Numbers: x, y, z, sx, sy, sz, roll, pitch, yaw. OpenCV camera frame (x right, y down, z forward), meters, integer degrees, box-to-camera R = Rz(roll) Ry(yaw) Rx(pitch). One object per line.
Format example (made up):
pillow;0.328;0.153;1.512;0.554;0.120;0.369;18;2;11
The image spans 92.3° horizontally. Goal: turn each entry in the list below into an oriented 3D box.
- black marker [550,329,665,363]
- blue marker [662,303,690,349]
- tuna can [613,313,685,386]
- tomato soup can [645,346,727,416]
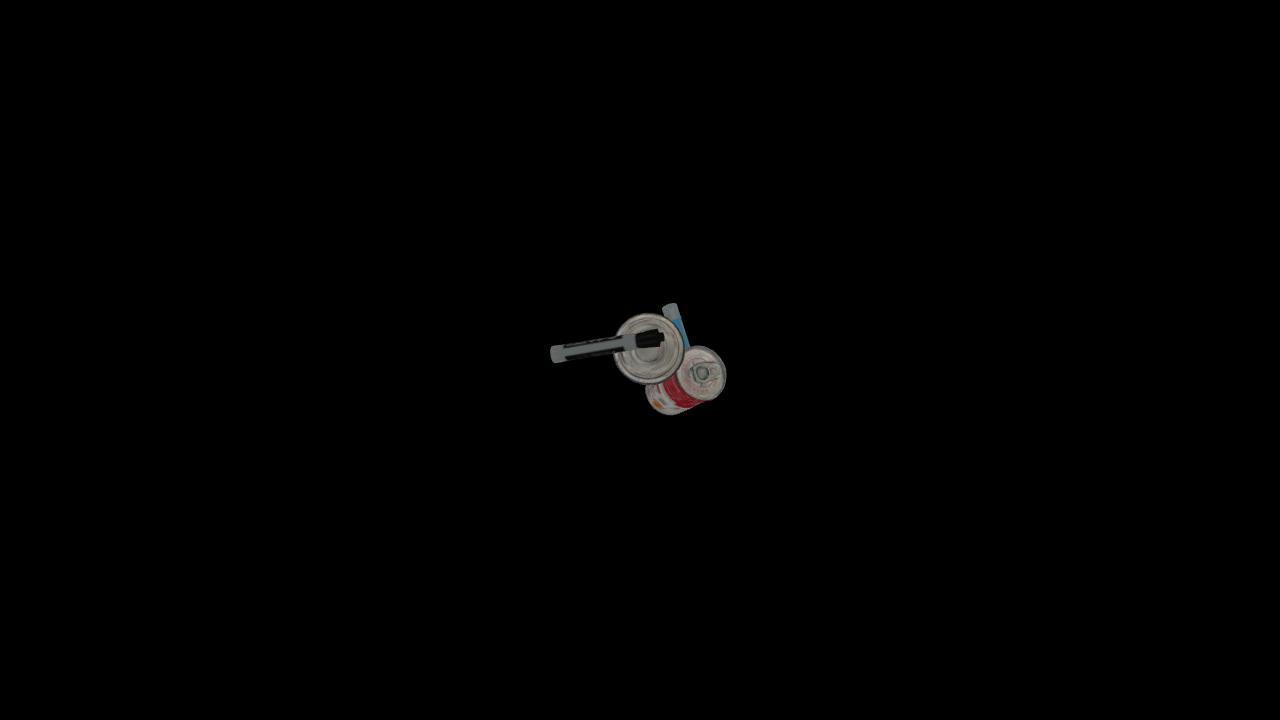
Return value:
black marker;-0.034;-0.015;0.639;0.121;0.020;0.020;-9;-2;13
blue marker;0.054;-0.012;0.752;0.020;0.121;0.020;-17;23;8
tuna can;0.011;-0.012;0.714;0.084;0.084;0.034;0;-2;4
tomato soup can;0.054;0.029;0.770;0.068;0.068;0.101;0;-16;-23
